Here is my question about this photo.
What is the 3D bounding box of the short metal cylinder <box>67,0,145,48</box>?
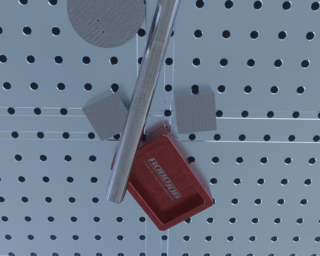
[{"bbox_3d":[-0.058,-0.134,0.350,0.081,0.050,0.079,0,110,-1],"label":"short metal cylinder"}]

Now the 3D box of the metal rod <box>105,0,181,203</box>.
[{"bbox_3d":[-0.018,-0.048,0.375,0.025,0.025,0.298,15,102,-6],"label":"metal rod"}]

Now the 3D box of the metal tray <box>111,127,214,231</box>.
[{"bbox_3d":[0.004,0.074,0.438,0.090,0.030,0.130,-31,108,10],"label":"metal tray"}]

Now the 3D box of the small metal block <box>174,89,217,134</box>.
[{"bbox_3d":[0.046,-0.022,0.406,0.050,0.025,0.050,-6,110,2],"label":"small metal block"}]

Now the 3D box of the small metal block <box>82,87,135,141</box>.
[{"bbox_3d":[-0.065,-0.018,0.406,0.050,0.025,0.050,-25,109,8],"label":"small metal block"}]
